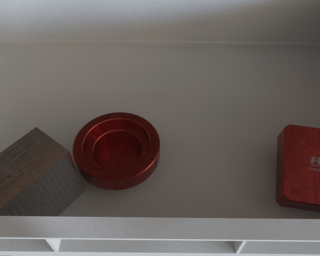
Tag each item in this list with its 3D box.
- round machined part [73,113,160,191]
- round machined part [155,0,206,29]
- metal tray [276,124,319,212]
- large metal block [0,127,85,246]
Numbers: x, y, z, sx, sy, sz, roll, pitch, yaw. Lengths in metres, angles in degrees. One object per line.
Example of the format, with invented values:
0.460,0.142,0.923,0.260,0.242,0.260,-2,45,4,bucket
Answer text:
-0.049,0.031,0.367,0.099,0.042,0.098,0,50,0,round machined part
0.039,-0.237,0.596,0.099,0.042,0.098,1,50,0,round machined part
0.202,0.050,0.348,0.131,0.030,0.090,8,66,6,metal tray
-0.132,0.060,0.317,0.050,0.080,0.080,31,56,23,large metal block
